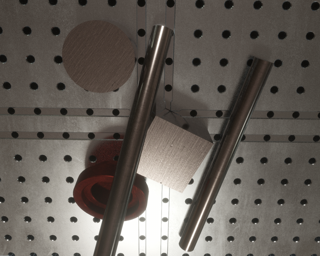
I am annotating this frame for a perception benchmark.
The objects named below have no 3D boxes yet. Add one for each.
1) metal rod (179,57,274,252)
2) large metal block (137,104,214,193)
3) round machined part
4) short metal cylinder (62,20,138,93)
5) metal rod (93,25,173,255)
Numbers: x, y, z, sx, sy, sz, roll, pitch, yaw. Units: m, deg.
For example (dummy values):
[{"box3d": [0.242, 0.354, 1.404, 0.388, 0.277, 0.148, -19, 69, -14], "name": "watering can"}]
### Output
[{"box3d": [0.085, 0.049, 0.432, 0.025, 0.025, 0.298, 16, 109, -6], "name": "metal rod"}, {"box3d": [0.012, 0.027, 0.410, 0.080, 0.050, 0.080, 26, 108, -10], "name": "large metal block"}, {"box3d": [-0.064, 0.082, 0.423, 0.099, 0.042, 0.097, 3, 130, 4], "name": "round machined part"}, {"box3d": [-0.068, -0.086, 0.367, 0.081, 0.050, 0.079, 0, 110, -1], "name": "short metal cylinder"}, {"box3d": [-0.034, 0.026, 0.367, 0.025, 0.025, 0.298, 15, 88, -6], "name": "metal rod"}]
